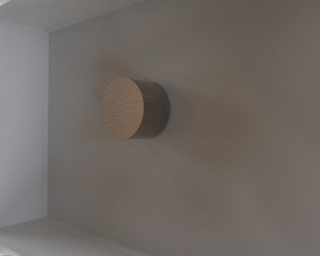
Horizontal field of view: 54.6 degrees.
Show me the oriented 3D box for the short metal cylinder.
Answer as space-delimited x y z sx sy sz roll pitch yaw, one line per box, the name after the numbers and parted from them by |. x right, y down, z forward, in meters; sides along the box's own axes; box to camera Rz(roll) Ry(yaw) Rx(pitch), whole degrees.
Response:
-0.034 -0.025 0.417 0.080 0.050 0.080 0 90 40 | short metal cylinder
